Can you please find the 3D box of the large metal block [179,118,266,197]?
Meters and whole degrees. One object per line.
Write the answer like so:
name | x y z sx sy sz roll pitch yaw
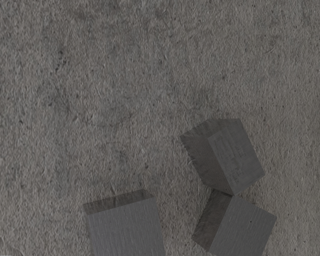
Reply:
large metal block | 0.079 0.035 0.409 0.050 0.080 0.080 -30 100 -17

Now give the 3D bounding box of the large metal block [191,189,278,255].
large metal block | 0.104 0.140 0.434 0.080 0.050 0.080 29 80 -18

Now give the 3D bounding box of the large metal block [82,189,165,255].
large metal block | -0.045 0.128 0.379 0.081 0.050 0.080 -11 94 -20
